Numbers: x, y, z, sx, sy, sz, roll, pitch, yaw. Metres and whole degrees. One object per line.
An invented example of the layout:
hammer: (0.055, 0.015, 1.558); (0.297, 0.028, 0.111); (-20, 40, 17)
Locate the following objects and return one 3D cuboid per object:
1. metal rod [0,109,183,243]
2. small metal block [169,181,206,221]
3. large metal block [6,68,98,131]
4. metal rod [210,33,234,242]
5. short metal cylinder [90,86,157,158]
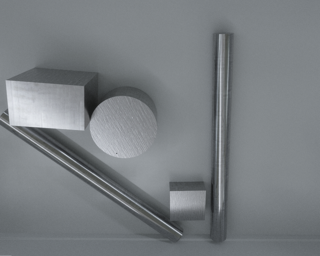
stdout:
metal rod: (-0.088, 0.073, 0.437); (0.301, 0.025, 0.025); (38, 106, -13)
small metal block: (0.039, 0.106, 0.451); (0.050, 0.025, 0.050); (-1, 110, 0)
large metal block: (-0.121, -0.037, 0.367); (0.081, 0.080, 0.050); (4, 110, -2)
metal rod: (0.082, 0.026, 0.422); (0.025, 0.025, 0.298); (-3, 110, 0)
short metal cylinder: (-0.044, -0.008, 0.394); (0.081, 0.050, 0.079); (0, 110, -1)
